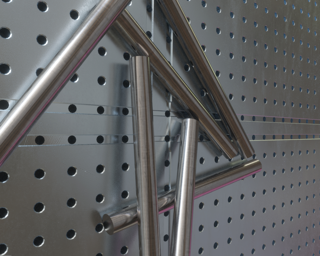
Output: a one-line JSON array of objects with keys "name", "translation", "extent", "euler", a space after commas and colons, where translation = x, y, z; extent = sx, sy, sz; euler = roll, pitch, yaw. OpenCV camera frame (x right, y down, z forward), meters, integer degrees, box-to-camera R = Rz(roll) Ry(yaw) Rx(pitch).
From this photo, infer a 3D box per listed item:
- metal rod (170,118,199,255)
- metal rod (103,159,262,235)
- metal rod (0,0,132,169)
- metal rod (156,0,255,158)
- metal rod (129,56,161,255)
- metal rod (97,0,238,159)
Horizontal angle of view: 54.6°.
[{"name": "metal rod", "translation": [0.027, 0.128, 0.385], "extent": [0.025, 0.025, 0.299], "euler": [26, 60, -37]}, {"name": "metal rod", "translation": [0.055, 0.089, 0.453], "extent": [0.302, 0.025, 0.025], "euler": [-11, 97, -39]}, {"name": "metal rod", "translation": [-0.084, -0.079, 0.315], "extent": [0.025, 0.025, 0.300], "euler": [43, 71, -32]}, {"name": "metal rod", "translation": [0.076, -0.070, 0.471], "extent": [0.025, 0.025, 0.299], "euler": [-48, 119, -29]}, {"name": "metal rod", "translation": [-0.016, 0.065, 0.365], "extent": [0.025, 0.025, 0.299], "euler": [0, 85, -40]}, {"name": "metal rod", "translation": [0.026, -0.054, 0.429], "extent": [0.300, 0.025, 0.025], "euler": [46, 62, -30]}]
